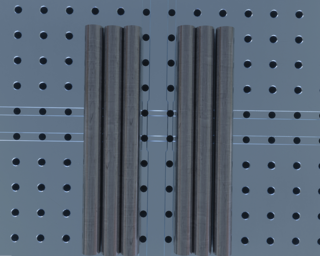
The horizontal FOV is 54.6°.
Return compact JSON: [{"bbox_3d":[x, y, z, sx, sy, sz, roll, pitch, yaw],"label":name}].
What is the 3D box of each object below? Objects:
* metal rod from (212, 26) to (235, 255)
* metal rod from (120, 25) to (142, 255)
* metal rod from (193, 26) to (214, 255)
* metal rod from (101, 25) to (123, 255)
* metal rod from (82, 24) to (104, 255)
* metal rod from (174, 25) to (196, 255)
[{"bbox_3d":[0.085,0.017,0.413,0.025,0.025,0.298,1,90,0],"label":"metal rod"},{"bbox_3d":[-0.038,0.016,0.413,0.025,0.025,0.298,1,90,0],"label":"metal rod"},{"bbox_3d":[0.058,0.017,0.413,0.025,0.025,0.298,1,90,0],"label":"metal rod"},{"bbox_3d":[-0.063,0.017,0.412,0.025,0.025,0.298,1,90,0],"label":"metal rod"},{"bbox_3d":[-0.089,0.015,0.412,0.025,0.025,0.298,1,90,0],"label":"metal rod"},{"bbox_3d":[0.033,0.016,0.413,0.025,0.025,0.298,1,90,0],"label":"metal rod"}]
